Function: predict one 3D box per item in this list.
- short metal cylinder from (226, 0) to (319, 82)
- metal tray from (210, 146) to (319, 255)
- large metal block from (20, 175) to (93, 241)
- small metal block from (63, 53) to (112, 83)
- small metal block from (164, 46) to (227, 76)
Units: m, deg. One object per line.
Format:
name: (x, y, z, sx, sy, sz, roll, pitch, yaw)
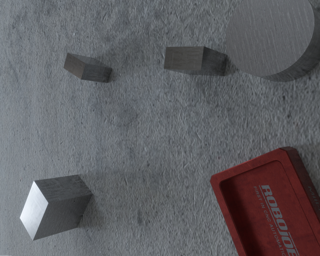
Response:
short metal cylinder: (0.111, -0.087, 0.297, 0.080, 0.050, 0.079, 0, 90, 40)
metal tray: (0.114, 0.094, 0.307, 0.090, 0.030, 0.130, -31, 71, 35)
large metal block: (-0.170, 0.128, 0.510, 0.050, 0.081, 0.080, 42, 115, 32)
small metal block: (-0.112, -0.093, 0.481, 0.050, 0.050, 0.025, 33, 111, 35)
small metal block: (0.041, -0.076, 0.355, 0.050, 0.050, 0.025, 11, 97, 39)
